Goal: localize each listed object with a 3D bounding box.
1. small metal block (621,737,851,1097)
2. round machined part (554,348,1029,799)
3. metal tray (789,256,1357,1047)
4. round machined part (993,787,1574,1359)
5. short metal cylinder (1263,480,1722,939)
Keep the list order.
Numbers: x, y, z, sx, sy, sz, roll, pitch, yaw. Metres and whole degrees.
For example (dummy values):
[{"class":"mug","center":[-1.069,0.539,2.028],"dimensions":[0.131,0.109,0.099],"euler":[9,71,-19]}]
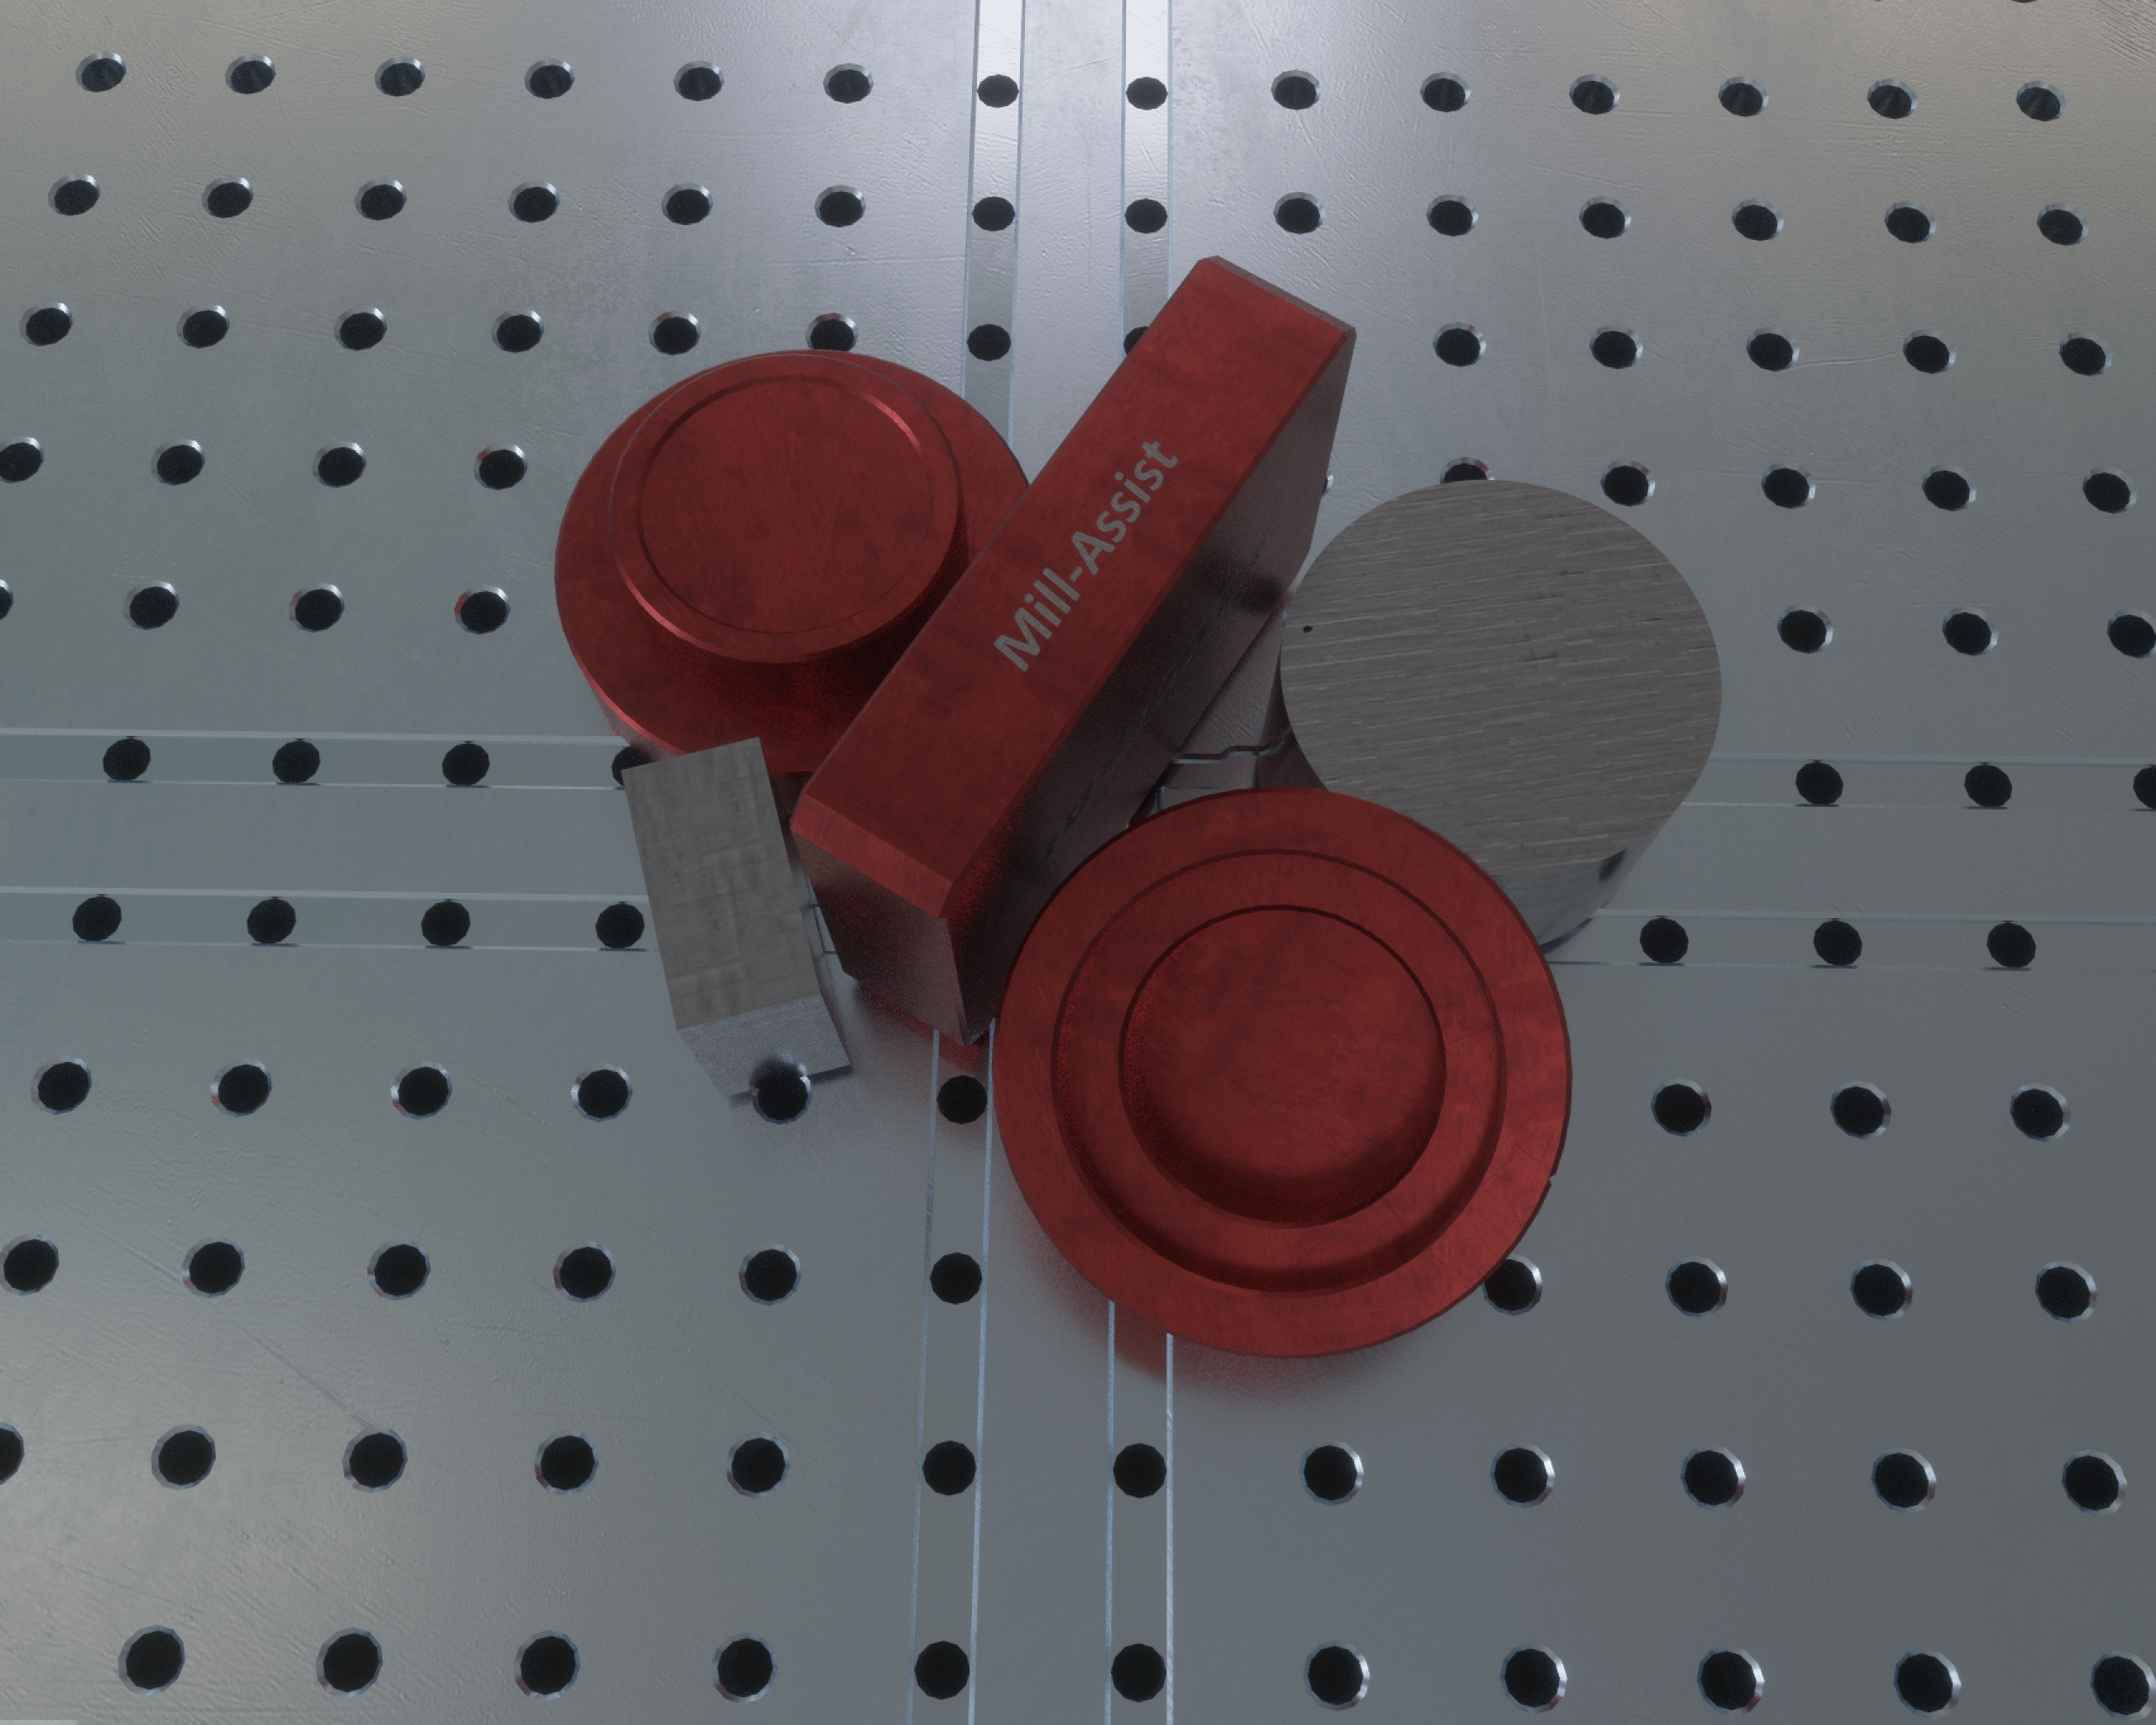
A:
[{"class":"small metal block","center":[-0.063,0.011,0.389],"dimensions":[0.025,0.050,0.050],"euler":[-14,71,-5]},{"class":"round machined part","center":[-0.056,-0.063,0.420],"dimensions":[0.099,0.042,0.098],"euler":[0,70,0]},{"class":"metal tray","center":[0.001,-0.036,0.386],"dimensions":[0.030,0.090,0.130],"euler":[31,73,10]},{"class":"round machined part","center":[0.037,0.035,0.374],"dimensions":[0.098,0.042,0.097],"euler":[0,91,10]},{"class":"short metal cylinder","center":[0.077,-0.027,0.404],"dimensions":[0.081,0.050,0.080],"euler":[0,70,0]}]
